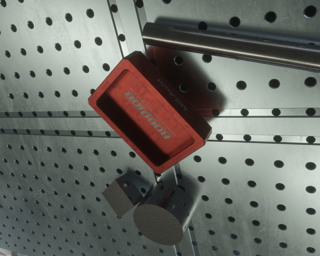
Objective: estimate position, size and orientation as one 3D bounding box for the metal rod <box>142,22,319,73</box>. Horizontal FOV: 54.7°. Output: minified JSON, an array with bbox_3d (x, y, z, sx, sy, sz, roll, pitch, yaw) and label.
[{"bbox_3d":[0.123,-0.071,0.301,0.301,0.025,0.025,15,124,19],"label":"metal rod"}]

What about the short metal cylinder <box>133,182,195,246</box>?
[{"bbox_3d":[0.007,0.130,0.471,0.080,0.050,0.079,13,124,20],"label":"short metal cylinder"}]

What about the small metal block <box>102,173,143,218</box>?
[{"bbox_3d":[-0.061,0.110,0.502,0.050,0.025,0.050,52,130,10],"label":"small metal block"}]

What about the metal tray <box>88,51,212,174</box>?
[{"bbox_3d":[-0.014,-0.015,0.372,0.130,0.030,0.090,47,128,-5],"label":"metal tray"}]

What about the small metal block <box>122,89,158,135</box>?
[{"bbox_3d":[-0.021,-0.023,0.407,0.050,0.025,0.050,13,124,20],"label":"small metal block"}]
